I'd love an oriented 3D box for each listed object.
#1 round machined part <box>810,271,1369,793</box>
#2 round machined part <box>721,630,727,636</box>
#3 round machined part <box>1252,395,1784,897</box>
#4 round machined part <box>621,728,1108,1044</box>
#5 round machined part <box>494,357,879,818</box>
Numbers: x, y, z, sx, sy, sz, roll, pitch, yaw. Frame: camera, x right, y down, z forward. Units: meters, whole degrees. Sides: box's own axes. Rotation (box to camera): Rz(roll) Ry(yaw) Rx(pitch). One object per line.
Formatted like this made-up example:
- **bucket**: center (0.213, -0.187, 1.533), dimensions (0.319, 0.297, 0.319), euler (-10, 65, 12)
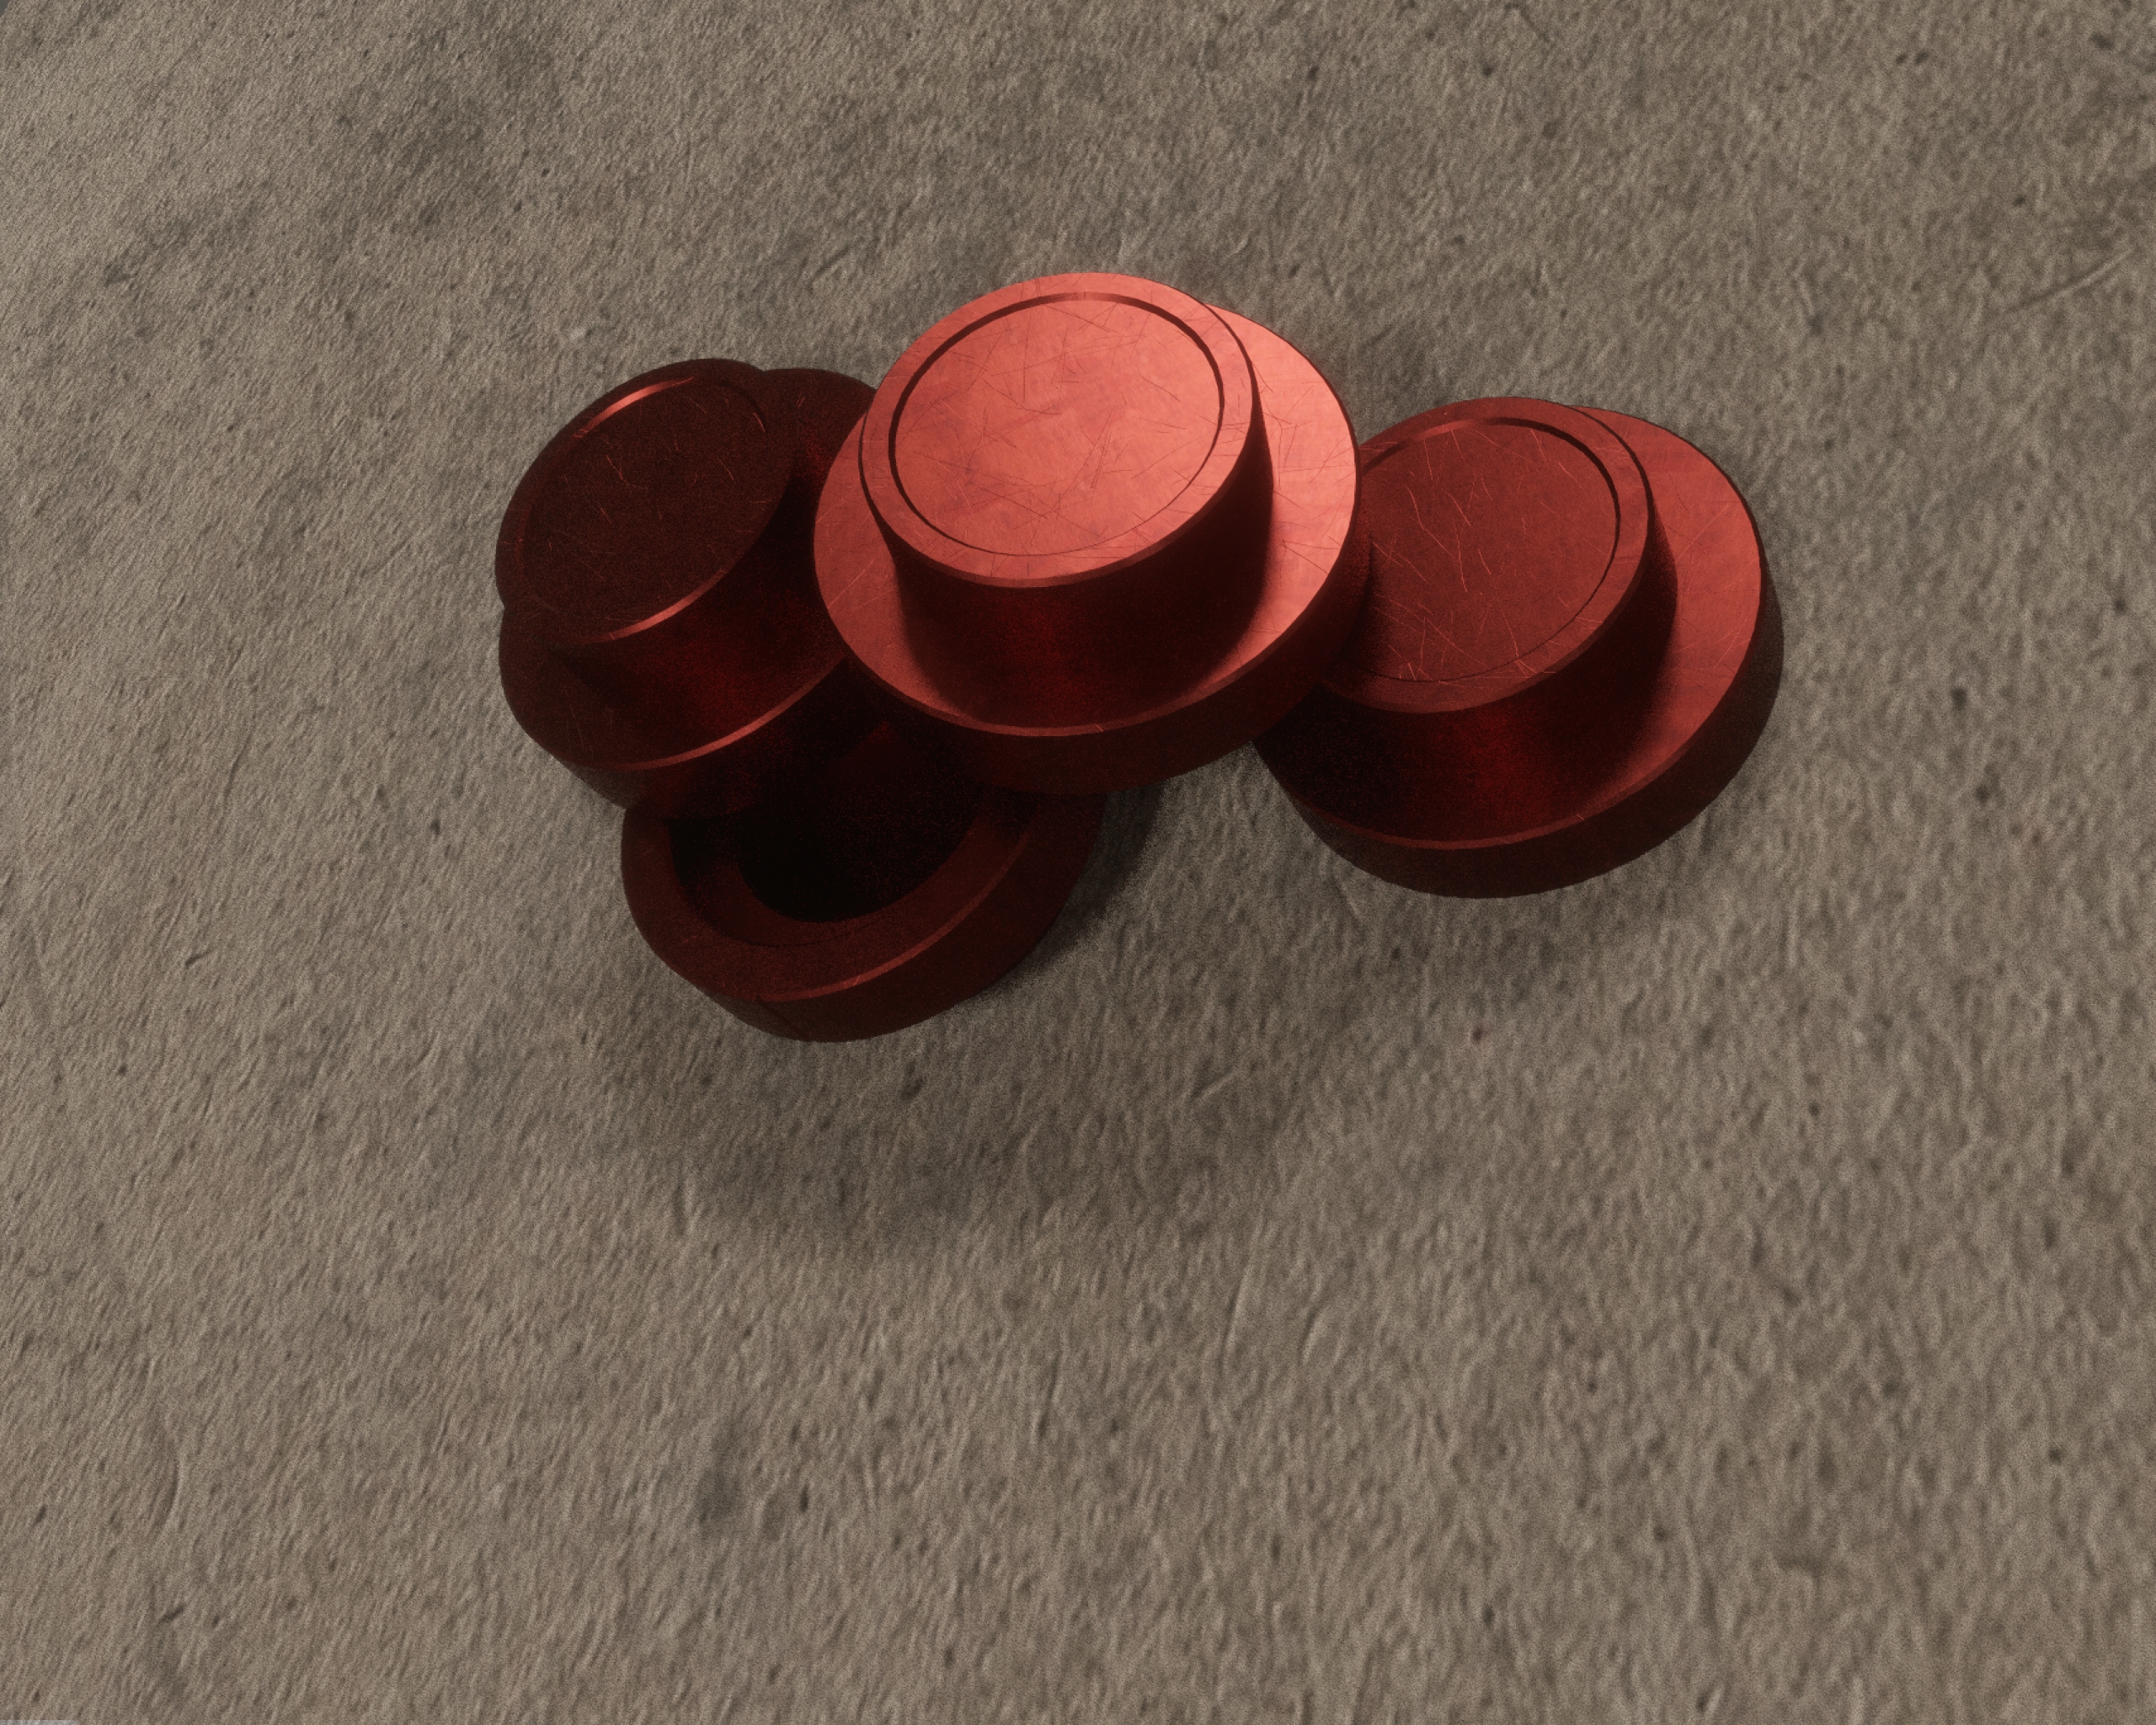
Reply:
- **round machined part**: center (0.000, -0.064, 0.365), dimensions (0.098, 0.042, 0.098), euler (-5, 60, 10)
- **round machined part**: center (-0.082, -0.070, 0.477), dimensions (0.098, 0.042, 0.098), euler (-13, 56, 20)
- **round machined part**: center (0.075, -0.046, 0.382), dimensions (0.098, 0.042, 0.098), euler (-13, 56, 20)
- **round machined part**: center (-0.038, -0.008, 0.418), dimensions (0.098, 0.042, 0.098), euler (-13, 56, 20)
- **round machined part**: center (-0.075, -0.061, 0.415), dimensions (0.098, 0.042, 0.098), euler (-13, 56, 20)
